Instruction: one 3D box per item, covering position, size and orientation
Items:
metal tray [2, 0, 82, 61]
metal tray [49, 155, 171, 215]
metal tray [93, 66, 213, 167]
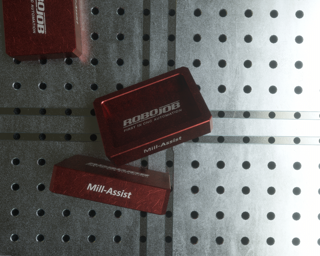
[{"bbox_3d":[-0.156,-0.159,0.410,0.090,0.030,0.129,-4,90,0],"label":"metal tray"},{"bbox_3d":[-0.054,0.066,0.380,0.131,0.090,0.030,12,93,0],"label":"metal tray"},{"bbox_3d":[-0.011,-0.016,0.389,0.131,0.030,0.090,-20,59,0],"label":"metal tray"}]
